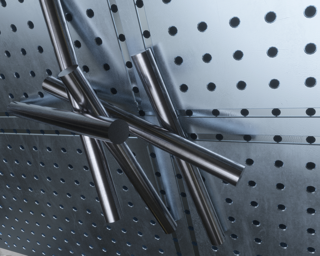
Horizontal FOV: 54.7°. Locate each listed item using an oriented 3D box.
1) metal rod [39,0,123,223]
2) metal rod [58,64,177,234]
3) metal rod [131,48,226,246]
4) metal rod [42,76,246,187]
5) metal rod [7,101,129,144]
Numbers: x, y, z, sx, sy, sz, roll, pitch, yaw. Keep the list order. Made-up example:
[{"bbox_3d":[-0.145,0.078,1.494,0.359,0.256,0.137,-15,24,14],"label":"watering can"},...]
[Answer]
[{"bbox_3d":[-0.100,-0.021,0.401,0.025,0.025,0.298,-10,98,32],"label":"metal rod"},{"bbox_3d":[-0.043,0.049,0.423,0.025,0.025,0.299,-6,128,31],"label":"metal rod"},{"bbox_3d":[0.032,0.039,0.417,0.025,0.025,0.299,-10,114,32],"label":"metal rod"},{"bbox_3d":[-0.037,-0.005,0.400,0.301,0.025,0.025,25,128,22],"label":"metal rod"},{"bbox_3d":[-0.141,-0.014,0.409,0.300,0.025,0.025,10,125,47],"label":"metal rod"}]
